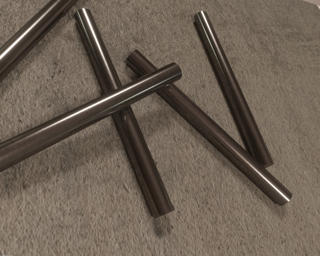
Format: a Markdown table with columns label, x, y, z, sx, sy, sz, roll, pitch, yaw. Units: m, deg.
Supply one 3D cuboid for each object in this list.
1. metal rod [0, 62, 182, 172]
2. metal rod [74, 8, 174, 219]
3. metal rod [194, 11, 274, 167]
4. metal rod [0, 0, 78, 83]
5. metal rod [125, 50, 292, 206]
| label | x | y | z | sx | sy | sz | roll | pitch | yaw |
| --- | --- | --- | --- | --- | --- | --- | --- | --- | --- |
| metal rod | -0.090 | -0.009 | 0.338 | 0.302 | 0.025 | 0.025 | -31 | 79 | -31 |
| metal rod | -0.053 | -0.032 | 0.396 | 0.025 | 0.025 | 0.299 | -11 | 68 | -33 |
| metal rod | 0.115 | -0.075 | 0.514 | 0.025 | 0.025 | 0.299 | -3 | 63 | -30 |
| metal rod | -0.160 | -0.122 | 0.392 | 0.025 | 0.025 | 0.300 | 30 | 52 | -10 |
| metal rod | 0.069 | -0.001 | 0.443 | 0.300 | 0.025 | 0.025 | 43 | 51 | 1 |
